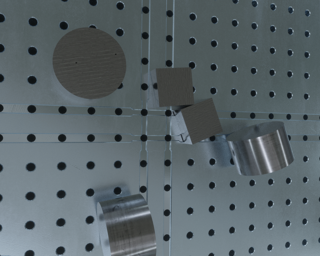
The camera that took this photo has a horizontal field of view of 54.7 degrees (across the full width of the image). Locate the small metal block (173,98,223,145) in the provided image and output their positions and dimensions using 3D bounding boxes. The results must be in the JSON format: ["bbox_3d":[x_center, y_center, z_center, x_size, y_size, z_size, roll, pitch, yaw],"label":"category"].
[{"bbox_3d":[0.053,-0.010,0.432,0.050,0.025,0.050,-22,97,-19],"label":"small metal block"}]

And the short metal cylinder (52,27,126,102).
[{"bbox_3d":[-0.085,-0.072,0.368,0.081,0.050,0.079,0,90,-20],"label":"short metal cylinder"}]

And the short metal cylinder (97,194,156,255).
[{"bbox_3d":[-0.042,0.123,0.368,0.050,0.080,0.079,-8,93,-20],"label":"short metal cylinder"}]

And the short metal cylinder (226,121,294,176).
[{"bbox_3d":[0.140,0.027,0.435,0.081,0.080,0.050,-21,98,-19],"label":"short metal cylinder"}]

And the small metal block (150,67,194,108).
[{"bbox_3d":[0.016,-0.054,0.418,0.050,0.025,0.050,-6,92,-20],"label":"small metal block"}]
